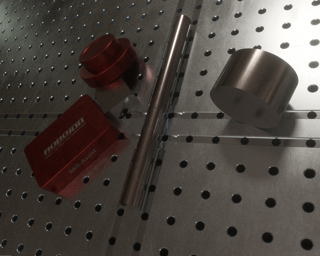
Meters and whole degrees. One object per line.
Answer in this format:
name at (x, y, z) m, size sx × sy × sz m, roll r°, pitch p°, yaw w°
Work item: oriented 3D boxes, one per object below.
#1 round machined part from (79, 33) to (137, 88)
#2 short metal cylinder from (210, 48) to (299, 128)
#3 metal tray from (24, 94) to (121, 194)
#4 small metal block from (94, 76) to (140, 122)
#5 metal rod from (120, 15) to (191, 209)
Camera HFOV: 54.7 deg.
round machined part at (-0.090, -0.113, 0.496) m, size 0.098 × 0.042 × 0.098 m, roll -24°, pitch 38°, yaw 20°
short metal cylinder at (0.103, -0.042, 0.344) m, size 0.080 × 0.080 × 0.050 m, roll 21°, pitch 73°, yaw 35°
metal tray at (-0.132, 0.021, 0.459) m, size 0.130 × 0.030 × 0.090 m, roll -42°, pitch 51°, yaw -2°
small metal block at (-0.066, -0.045, 0.469) m, size 0.050 × 0.025 × 0.050 m, roll -37°, pitch 51°, yaw 3°
metal rod at (0.001, -0.038, 0.430) m, size 0.025 × 0.025 × 0.300 m, roll 1°, pitch 62°, yaw 28°
